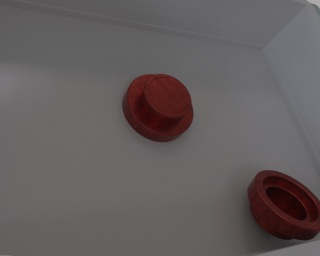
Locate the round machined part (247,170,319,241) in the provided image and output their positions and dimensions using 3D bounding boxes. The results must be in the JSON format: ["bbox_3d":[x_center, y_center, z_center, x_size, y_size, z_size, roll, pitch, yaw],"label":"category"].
[{"bbox_3d":[0.158,0.104,0.401,0.099,0.042,0.098,17,31,-11],"label":"round machined part"}]

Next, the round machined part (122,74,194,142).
[{"bbox_3d":[0.003,-0.034,0.417,0.099,0.042,0.098,14,56,-21],"label":"round machined part"}]
